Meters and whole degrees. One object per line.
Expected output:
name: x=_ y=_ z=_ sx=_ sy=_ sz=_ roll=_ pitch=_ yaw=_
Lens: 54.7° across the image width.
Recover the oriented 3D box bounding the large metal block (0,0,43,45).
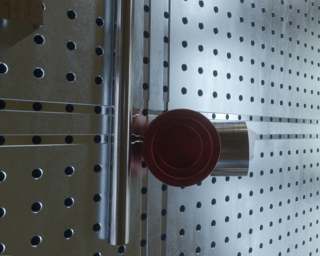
large metal block: x=-0.139 y=-0.120 z=0.258 sx=0.050 sy=0.080 sz=0.079 roll=-3 pitch=92 yaw=-40

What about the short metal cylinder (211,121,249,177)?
short metal cylinder: x=0.098 y=0.031 z=0.451 sx=0.080 sy=0.050 sz=0.079 roll=-2 pitch=91 yaw=-83

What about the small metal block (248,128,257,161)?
small metal block: x=0.136 y=0.025 z=0.527 sx=0.050 sy=0.025 sz=0.050 roll=21 pitch=77 yaw=-38

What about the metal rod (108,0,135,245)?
metal rod: x=-0.046 y=-0.014 z=0.371 sx=0.025 sy=0.025 sz=0.298 roll=2 pitch=89 yaw=-40

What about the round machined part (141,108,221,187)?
round machined part: x=0.025 y=0.024 z=0.403 sx=0.099 sy=0.042 sz=0.097 roll=0 pitch=91 yaw=-9
